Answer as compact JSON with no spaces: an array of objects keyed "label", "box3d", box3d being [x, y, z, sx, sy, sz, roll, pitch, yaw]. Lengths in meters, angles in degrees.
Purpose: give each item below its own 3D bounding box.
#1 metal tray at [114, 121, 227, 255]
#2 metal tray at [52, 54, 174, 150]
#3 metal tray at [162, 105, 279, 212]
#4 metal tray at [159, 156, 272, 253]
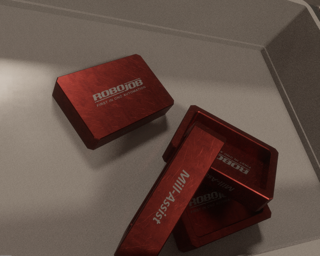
[{"label":"metal tray","box3d":[0.009,0.060,0.295,0.030,0.090,0.130,32,85,3]},{"label":"metal tray","box3d":[-0.056,-0.039,0.397,0.131,0.030,0.090,-28,77,-38]},{"label":"metal tray","box3d":[0.079,0.033,0.386,0.130,0.030,0.090,29,42,2]},{"label":"metal tray","box3d":[0.068,0.088,0.387,0.131,0.030,0.090,-8,66,-32]}]
